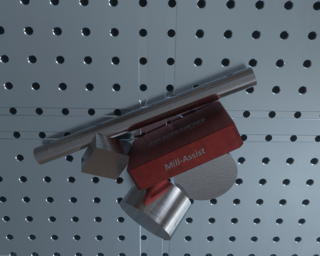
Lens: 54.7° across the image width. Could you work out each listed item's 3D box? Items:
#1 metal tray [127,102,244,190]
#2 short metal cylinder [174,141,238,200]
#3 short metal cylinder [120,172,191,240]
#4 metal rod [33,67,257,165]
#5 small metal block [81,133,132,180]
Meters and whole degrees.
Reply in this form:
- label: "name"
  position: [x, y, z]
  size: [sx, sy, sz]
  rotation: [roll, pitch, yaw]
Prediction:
- label: "metal tray"
  position: [0.027, 0.018, 0.382]
  size: [0.130, 0.090, 0.030]
  rotation: [-25, 108, 9]
- label: "short metal cylinder"
  position: [0.056, 0.048, 0.409]
  size: [0.081, 0.050, 0.079]
  rotation: [-2, 119, -4]
- label: "short metal cylinder"
  position: [-0.006, 0.103, 0.411]
  size: [0.080, 0.080, 0.050]
  rotation: [45, 63, -15]
- label: "metal rod"
  position: [-0.024, -0.013, 0.404]
  size: [0.301, 0.025, 0.025]
  rotation: [-20, 109, 7]
- label: "small metal block"
  position: [-0.071, 0.039, 0.410]
  size: [0.050, 0.025, 0.050]
  rotation: [18, 126, -27]
